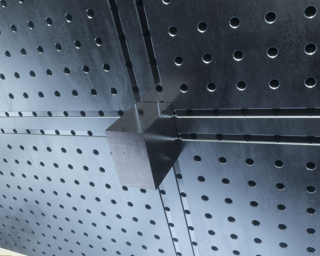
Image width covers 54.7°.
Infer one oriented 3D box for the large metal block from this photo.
[{"bbox_3d":[-0.018,0.020,0.395,0.050,0.080,0.079,3,120,26],"label":"large metal block"}]
